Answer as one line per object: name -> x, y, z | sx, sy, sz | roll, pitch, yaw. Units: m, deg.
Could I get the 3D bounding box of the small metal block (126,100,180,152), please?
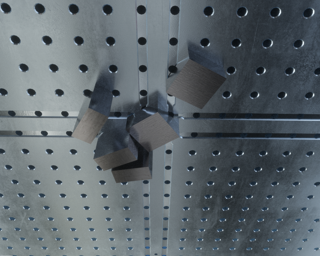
small metal block -> -0.009, -0.001, 0.410 | 0.050, 0.025, 0.050 | -28, 125, 21

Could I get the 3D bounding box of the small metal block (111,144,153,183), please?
small metal block -> -0.038, 0.047, 0.435 | 0.050, 0.050, 0.025 | -7, 130, 6

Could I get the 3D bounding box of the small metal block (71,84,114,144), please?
small metal block -> -0.082, -0.017, 0.380 | 0.025, 0.050, 0.050 | 26, 126, -20

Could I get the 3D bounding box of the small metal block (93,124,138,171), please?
small metal block -> -0.057, 0.024, 0.415 | 0.050, 0.050, 0.025 | -20, 127, 16

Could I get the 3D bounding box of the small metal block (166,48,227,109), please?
small metal block -> 0.041, -0.056, 0.364 | 0.050, 0.025, 0.050 | 23, 126, -19
